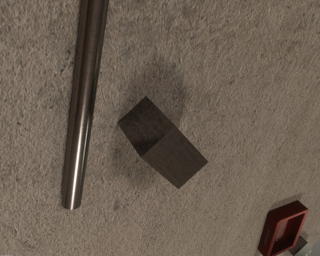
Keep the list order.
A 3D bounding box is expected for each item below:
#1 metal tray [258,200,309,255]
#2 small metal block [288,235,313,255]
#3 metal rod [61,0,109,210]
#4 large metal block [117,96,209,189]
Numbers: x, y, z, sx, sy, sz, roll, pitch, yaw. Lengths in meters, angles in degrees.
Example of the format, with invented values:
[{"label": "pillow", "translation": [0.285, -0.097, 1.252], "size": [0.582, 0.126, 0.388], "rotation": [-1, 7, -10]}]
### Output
[{"label": "metal tray", "translation": [0.278, 0.232, 0.703], "size": [0.091, 0.030, 0.129], "rotation": [-13, 124, -22]}, {"label": "small metal block", "translation": [0.363, 0.313, 0.804], "size": [0.050, 0.025, 0.050], "rotation": [-45, 130, 3]}, {"label": "metal rod", "translation": [-0.084, -0.033, 0.341], "size": [0.025, 0.025, 0.298], "rotation": [-1, 119, -28]}, {"label": "large metal block", "translation": [0.003, 0.018, 0.385], "size": [0.050, 0.080, 0.080], "rotation": [-43, 130, 1]}]
